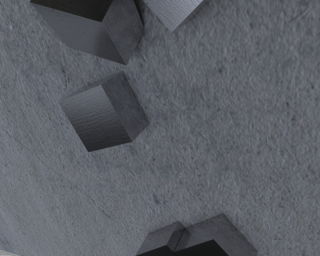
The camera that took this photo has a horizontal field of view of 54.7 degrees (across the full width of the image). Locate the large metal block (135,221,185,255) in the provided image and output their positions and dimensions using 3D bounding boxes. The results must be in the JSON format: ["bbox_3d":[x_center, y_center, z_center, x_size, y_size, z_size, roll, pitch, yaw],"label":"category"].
[{"bbox_3d":[0.021,0.210,0.508,0.080,0.050,0.080,49,128,-7],"label":"large metal block"}]

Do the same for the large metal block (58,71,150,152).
[{"bbox_3d":[-0.074,-0.020,0.415,0.080,0.050,0.080,-14,111,33],"label":"large metal block"}]

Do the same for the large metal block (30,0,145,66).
[{"bbox_3d":[-0.071,-0.118,0.328,0.080,0.050,0.080,20,168,16],"label":"large metal block"}]

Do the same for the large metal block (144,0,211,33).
[{"bbox_3d":[0.019,-0.151,0.286,0.080,0.050,0.080,48,129,-6],"label":"large metal block"}]

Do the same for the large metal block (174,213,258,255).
[{"bbox_3d":[0.083,0.184,0.460,0.080,0.050,0.080,48,128,-6],"label":"large metal block"}]
